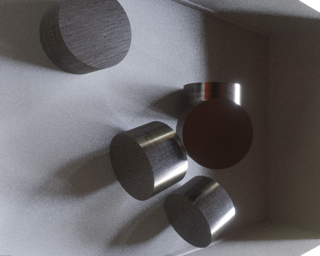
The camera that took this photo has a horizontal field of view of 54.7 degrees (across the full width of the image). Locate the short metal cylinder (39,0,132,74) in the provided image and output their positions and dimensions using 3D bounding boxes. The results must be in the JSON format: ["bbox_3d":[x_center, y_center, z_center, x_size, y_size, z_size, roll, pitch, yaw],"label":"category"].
[{"bbox_3d":[-0.078,-0.099,0.326,0.081,0.050,0.079,0,90,-40],"label":"short metal cylinder"}]

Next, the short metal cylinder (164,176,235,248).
[{"bbox_3d":[0.052,0.111,0.417,0.050,0.080,0.080,-28,108,-37],"label":"short metal cylinder"}]

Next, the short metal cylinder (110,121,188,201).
[{"bbox_3d":[-0.015,0.037,0.360,0.050,0.080,0.079,-21,104,-38],"label":"short metal cylinder"}]

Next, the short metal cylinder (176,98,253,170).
[{"bbox_3d":[0.062,0.005,0.368,0.081,0.050,0.079,0,93,-5],"label":"short metal cylinder"}]

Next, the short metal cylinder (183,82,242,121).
[{"bbox_3d":[0.073,-0.033,0.434,0.081,0.080,0.050,2,89,-40],"label":"short metal cylinder"}]
